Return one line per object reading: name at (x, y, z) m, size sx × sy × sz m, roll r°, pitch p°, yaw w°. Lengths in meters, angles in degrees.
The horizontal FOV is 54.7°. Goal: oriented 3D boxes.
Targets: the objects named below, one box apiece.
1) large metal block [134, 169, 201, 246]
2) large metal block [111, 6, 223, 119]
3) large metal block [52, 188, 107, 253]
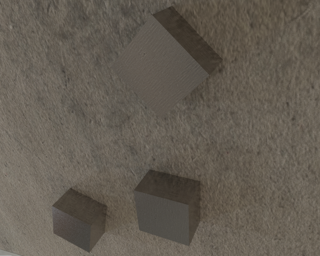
large metal block at (0.013, 0.115, 0.454) m, size 0.080 × 0.050 × 0.079 m, roll 10°, pitch 123°, yaw 22°
large metal block at (0.007, -0.071, 0.342) m, size 0.080 × 0.050 × 0.080 m, roll 46°, pitch 129°, yaw -4°
large metal block at (-0.148, 0.170, 0.571) m, size 0.080 × 0.050 × 0.079 m, roll 22°, pitch 127°, yaw 14°
